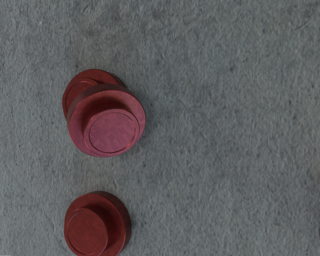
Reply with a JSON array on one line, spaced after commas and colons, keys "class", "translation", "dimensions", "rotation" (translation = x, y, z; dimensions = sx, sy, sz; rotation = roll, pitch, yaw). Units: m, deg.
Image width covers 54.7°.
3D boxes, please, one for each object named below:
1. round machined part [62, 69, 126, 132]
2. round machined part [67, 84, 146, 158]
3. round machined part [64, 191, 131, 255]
[{"class": "round machined part", "translation": [-0.095, -0.034, 0.432], "dimensions": [0.098, 0.042, 0.097], "rotation": [0, 90, 19]}, {"class": "round machined part", "translation": [-0.064, -0.003, 0.390], "dimensions": [0.098, 0.098, 0.042], "rotation": [-54, 34, 12]}, {"class": "round machined part", "translation": [-0.093, 0.141, 0.431], "dimensions": [0.098, 0.042, 0.097], "rotation": [0, 90, 19]}]
